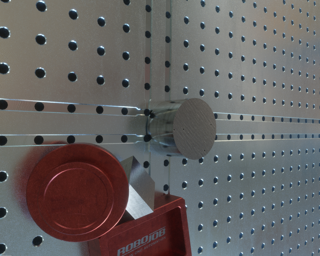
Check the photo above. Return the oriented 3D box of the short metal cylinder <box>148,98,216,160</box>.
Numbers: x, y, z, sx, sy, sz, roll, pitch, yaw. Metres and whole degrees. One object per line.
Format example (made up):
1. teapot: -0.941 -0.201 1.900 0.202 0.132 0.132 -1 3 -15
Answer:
1. short metal cylinder: 0.030 0.001 0.418 0.081 0.050 0.080 0 90 -40

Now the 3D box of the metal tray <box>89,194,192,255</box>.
1. metal tray: -0.020 0.146 0.389 0.131 0.030 0.089 -13 98 -39

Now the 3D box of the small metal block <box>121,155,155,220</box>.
1. small metal block: -0.030 0.070 0.366 0.050 0.025 0.050 55 18 -26

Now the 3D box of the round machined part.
1. round machined part: -0.080 0.064 0.303 0.099 0.042 0.097 0 92 -9
